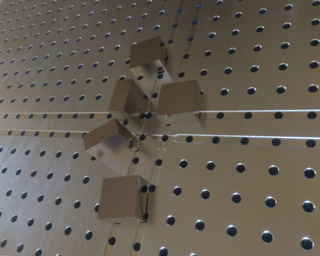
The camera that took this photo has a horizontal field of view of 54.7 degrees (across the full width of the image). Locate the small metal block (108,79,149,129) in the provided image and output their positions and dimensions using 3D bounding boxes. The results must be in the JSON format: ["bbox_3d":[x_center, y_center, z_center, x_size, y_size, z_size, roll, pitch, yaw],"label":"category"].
[{"bbox_3d":[-0.043,-0.033,0.433,0.025,0.050,0.050,-2,61,27],"label":"small metal block"}]

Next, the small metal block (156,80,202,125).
[{"bbox_3d":[0.026,-0.034,0.414,0.050,0.025,0.050,-5,60,25],"label":"small metal block"}]

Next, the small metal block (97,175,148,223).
[{"bbox_3d":[-0.044,0.087,0.377,0.050,0.025,0.050,-10,57,22],"label":"small metal block"}]

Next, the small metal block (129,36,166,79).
[{"bbox_3d":[-0.019,-0.110,0.484,0.050,0.025,0.050,-13,56,20],"label":"small metal block"}]

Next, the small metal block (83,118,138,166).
[{"bbox_3d":[-0.066,0.020,0.413,0.050,0.050,0.025,-28,53,10],"label":"small metal block"}]
